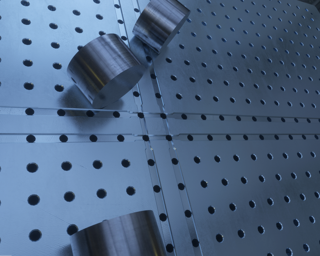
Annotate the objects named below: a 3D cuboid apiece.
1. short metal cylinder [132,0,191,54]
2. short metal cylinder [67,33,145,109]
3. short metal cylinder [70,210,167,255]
[{"bbox_3d":[0.002,-0.161,0.474,0.050,0.080,0.080,38,51,-3],"label":"short metal cylinder"},{"bbox_3d":[-0.065,-0.069,0.381,0.081,0.080,0.050,-34,81,-38],"label":"short metal cylinder"},{"bbox_3d":[-0.037,0.114,0.285,0.081,0.080,0.050,-6,65,-31],"label":"short metal cylinder"}]
